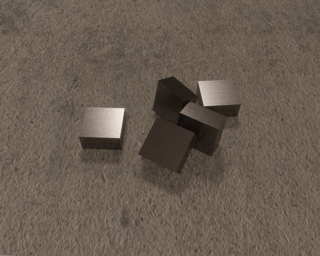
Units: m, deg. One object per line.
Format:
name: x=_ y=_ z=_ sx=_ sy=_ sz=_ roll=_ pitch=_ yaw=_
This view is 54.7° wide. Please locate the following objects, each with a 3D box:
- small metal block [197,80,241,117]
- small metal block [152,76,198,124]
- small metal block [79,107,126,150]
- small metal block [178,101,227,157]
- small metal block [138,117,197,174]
small metal block: x=0.082 y=-0.042 z=0.439 sx=0.050 sy=0.025 sz=0.050 roll=-3 pitch=50 yaw=-3
small metal block: x=0.019 y=-0.032 z=0.411 sx=0.025 sy=0.050 sz=0.050 roll=-21 pitch=51 yaw=-34
small metal block: x=-0.073 y=0.000 z=0.402 sx=0.050 sy=0.025 sz=0.050 roll=2 pitch=50 yaw=1
small metal block: x=0.050 y=0.001 z=0.385 sx=0.050 sy=0.050 sz=0.025 roll=25 pitch=50 yaw=18
small metal block: x=0.010 y=0.021 z=0.372 sx=0.050 sy=0.025 sz=0.050 roll=24 pitch=82 yaw=18
